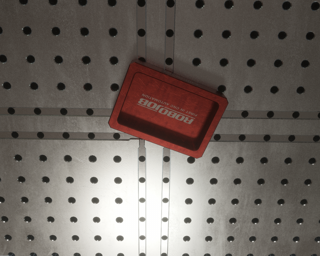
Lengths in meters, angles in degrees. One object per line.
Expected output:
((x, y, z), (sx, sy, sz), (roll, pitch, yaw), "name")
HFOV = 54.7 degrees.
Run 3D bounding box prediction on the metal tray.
((0.010, -0.024, 0.402), (0.131, 0.030, 0.089), (20, 109, -8), "metal tray")
